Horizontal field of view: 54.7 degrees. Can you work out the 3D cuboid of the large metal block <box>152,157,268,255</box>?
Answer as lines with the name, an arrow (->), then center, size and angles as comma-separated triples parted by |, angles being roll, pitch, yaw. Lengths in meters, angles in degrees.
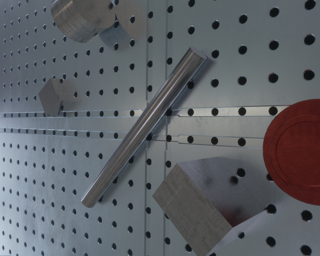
large metal block -> 0.053, 0.079, 0.330 | 0.080, 0.081, 0.050 | 48, 119, 29

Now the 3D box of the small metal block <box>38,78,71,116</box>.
small metal block -> -0.195, -0.056, 0.570 | 0.050, 0.025, 0.050 | -39, 66, 33

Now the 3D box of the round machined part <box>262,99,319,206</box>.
round machined part -> 0.141, 0.022, 0.282 | 0.098, 0.042, 0.097 | 0, 90, 40

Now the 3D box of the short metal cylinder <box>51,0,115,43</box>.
short metal cylinder -> -0.115, -0.177, 0.468 | 0.050, 0.081, 0.080 | -20, 78, 38

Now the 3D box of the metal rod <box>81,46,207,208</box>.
metal rod -> -0.035, 0.015, 0.438 | 0.298, 0.025, 0.025 | -52, 60, 27
